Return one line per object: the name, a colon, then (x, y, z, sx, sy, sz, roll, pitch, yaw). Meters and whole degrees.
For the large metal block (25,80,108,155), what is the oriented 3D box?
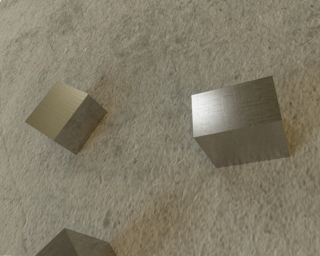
large metal block: (-0.142, -0.017, 0.471, 0.080, 0.050, 0.080, 24, 75, 36)

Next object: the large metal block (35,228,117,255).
large metal block: (-0.092, 0.158, 0.319, 0.080, 0.080, 0.050, -44, 51, -2)

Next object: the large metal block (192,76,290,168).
large metal block: (0.086, -0.002, 0.324, 0.080, 0.080, 0.050, -12, 57, 21)
